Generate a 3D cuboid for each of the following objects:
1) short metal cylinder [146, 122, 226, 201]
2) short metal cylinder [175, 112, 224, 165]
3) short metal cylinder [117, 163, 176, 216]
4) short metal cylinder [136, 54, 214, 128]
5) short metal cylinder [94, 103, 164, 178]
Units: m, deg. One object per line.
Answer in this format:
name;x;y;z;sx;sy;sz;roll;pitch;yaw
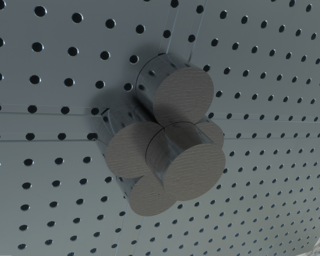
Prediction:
short metal cylinder;0.030;0.040;0.370;0.081;0.050;0.079;-14;124;-21
short metal cylinder;0.040;0.016;0.426;0.081;0.050;0.079;-14;124;-21
short metal cylinder;-0.014;0.075;0.433;0.081;0.050;0.079;-13;122;-22
short metal cylinder;0.018;-0.044;0.377;0.081;0.050;0.079;-14;125;-22
short metal cylinder;-0.036;0.015;0.385;0.081;0.050;0.079;-14;124;-21
